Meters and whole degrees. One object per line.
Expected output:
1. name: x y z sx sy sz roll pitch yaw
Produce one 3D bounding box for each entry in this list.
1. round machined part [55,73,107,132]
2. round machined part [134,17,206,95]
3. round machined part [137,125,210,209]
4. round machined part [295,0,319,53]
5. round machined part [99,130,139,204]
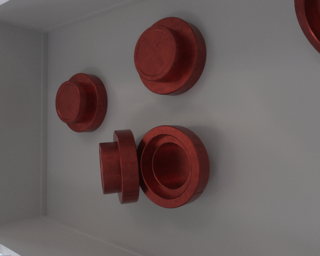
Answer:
1. round machined part: -0.134 -0.041 0.507 0.098 0.042 0.097 0 90 40
2. round machined part: 0.005 -0.091 0.391 0.098 0.042 0.097 0 90 40
3. round machined part: 0.019 0.045 0.380 0.098 0.042 0.097 0 90 40
4. round machined part: 0.158 -0.095 0.241 0.042 0.098 0.098 -36 63 -3
5. round machined part: -0.057 0.052 0.411 0.098 0.042 0.097 176 89 -77
